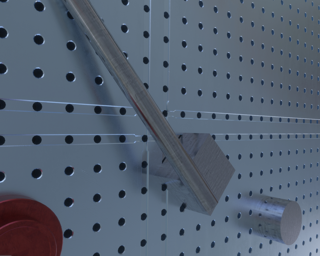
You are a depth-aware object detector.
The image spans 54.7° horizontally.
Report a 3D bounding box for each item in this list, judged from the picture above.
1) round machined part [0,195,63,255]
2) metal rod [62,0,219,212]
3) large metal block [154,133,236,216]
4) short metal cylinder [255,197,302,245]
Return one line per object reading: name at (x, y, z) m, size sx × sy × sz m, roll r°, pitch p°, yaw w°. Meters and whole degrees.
round machined part at (-0.136, 0.114, 0.285) m, size 0.099 × 0.042 × 0.097 m, roll 0°, pitch 90°, yaw -40°
metal rod at (-0.019, -0.027, 0.357) m, size 0.025 × 0.025 × 0.299 m, roll -41°, pitch 103°, yaw -33°
large metal block at (0.052, 0.063, 0.439) m, size 0.080 × 0.050 × 0.080 m, roll 52°, pitch 60°, yaw -28°
short metal cylinder at (0.225, 0.174, 0.586) m, size 0.081 × 0.050 × 0.079 m, roll 0°, pitch 90°, yaw -40°
